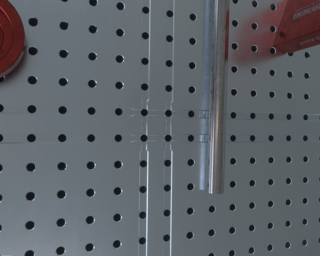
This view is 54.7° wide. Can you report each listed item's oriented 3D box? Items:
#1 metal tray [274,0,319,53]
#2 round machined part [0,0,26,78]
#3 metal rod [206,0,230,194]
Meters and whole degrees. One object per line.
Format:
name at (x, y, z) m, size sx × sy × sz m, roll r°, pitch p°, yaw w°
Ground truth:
metal tray at (0.230, -0.166, 0.441) m, size 0.030 × 0.130 × 0.090 m, roll 22°, pitch 83°, yaw -19°
round machined part at (-0.197, -0.097, 0.331) m, size 0.099 × 0.042 × 0.097 m, roll 0°, pitch 90°, yaw -20°
metal rod at (0.083, -0.058, 0.442) m, size 0.025 × 0.025 × 0.298 m, roll 2°, pitch 89°, yaw -20°
